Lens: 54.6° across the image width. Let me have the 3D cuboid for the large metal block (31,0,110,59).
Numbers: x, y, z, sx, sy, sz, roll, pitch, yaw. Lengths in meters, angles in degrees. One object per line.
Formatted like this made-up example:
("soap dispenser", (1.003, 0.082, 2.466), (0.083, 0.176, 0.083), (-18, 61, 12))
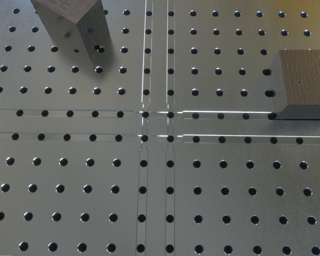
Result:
("large metal block", (-0.124, -0.157, 0.439), (0.080, 0.080, 0.050), (32, 73, 11))

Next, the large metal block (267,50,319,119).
("large metal block", (0.198, -0.058, 0.421), (0.080, 0.050, 0.080), (0, 70, 0))
